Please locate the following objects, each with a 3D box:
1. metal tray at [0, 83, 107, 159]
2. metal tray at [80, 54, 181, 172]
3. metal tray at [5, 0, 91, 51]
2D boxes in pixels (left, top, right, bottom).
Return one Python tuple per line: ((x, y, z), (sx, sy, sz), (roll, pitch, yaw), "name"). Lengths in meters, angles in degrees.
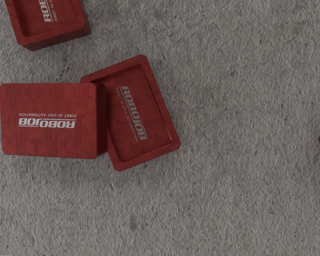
((-0.133, -0.011, 0.387), (0.131, 0.030, 0.089), (2, 96, 13), "metal tray")
((-0.038, -0.019, 0.406), (0.090, 0.030, 0.129), (-22, 90, 0), "metal tray")
((-0.154, -0.177, 0.405), (0.090, 0.030, 0.129), (-17, 90, 0), "metal tray")
